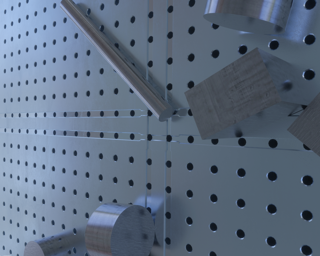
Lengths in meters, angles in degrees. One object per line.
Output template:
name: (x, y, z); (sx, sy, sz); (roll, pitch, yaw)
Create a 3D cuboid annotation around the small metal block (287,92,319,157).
small metal block: (0.156, -0.001, 0.281); (0.050, 0.025, 0.050); (47, 118, 29)

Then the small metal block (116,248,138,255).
small metal block: (-0.044, 0.212, 0.446); (0.050, 0.025, 0.050); (28, 107, 36)

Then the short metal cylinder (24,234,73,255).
short metal cylinder: (-0.203, 0.239, 0.561); (0.080, 0.050, 0.080); (0, 90, 40)

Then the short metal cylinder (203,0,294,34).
short metal cylinder: (0.087, -0.126, 0.301); (0.080, 0.081, 0.050); (21, 103, 38)

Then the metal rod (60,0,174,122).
metal rod: (-0.078, -0.117, 0.473); (0.300, 0.025, 0.025); (49, 119, 28)

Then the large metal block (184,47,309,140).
large metal block: (0.085, -0.028, 0.303); (0.080, 0.081, 0.050); (-30, 71, 36)

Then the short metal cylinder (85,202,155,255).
short metal cylinder: (-0.052, 0.143, 0.417); (0.050, 0.081, 0.080); (-6, 86, 40)
